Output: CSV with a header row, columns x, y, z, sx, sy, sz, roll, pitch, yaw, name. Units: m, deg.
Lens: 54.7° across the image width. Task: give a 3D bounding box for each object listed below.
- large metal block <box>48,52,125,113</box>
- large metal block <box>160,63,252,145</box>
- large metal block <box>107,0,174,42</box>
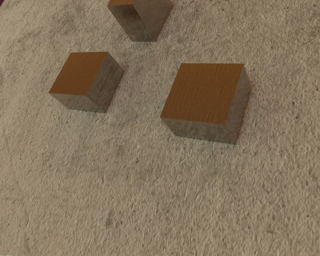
x,y,z,sx,sy,sz,roll,pitch,yaw,name
-0.116,-0.073,0.494,0.080,0.050,0.080,7,65,31,large metal block
0.058,-0.031,0.377,0.080,0.050,0.080,8,66,31,large metal block
-0.029,-0.199,0.506,0.050,0.080,0.080,10,67,33,large metal block
